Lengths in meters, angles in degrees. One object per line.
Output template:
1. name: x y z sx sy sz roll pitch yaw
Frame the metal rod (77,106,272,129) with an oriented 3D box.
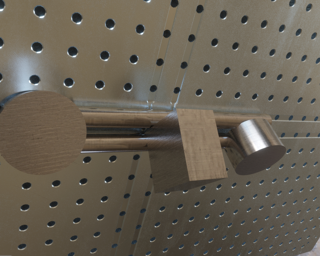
1. metal rod: 0.037 -0.012 0.423 0.303 0.025 0.025 1 118 -29

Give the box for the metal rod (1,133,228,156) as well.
1. metal rod: -0.036 0.018 0.402 0.303 0.025 0.025 0 118 -29

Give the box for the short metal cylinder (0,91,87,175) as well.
1. short metal cylinder: -0.121 0.002 0.312 0.081 0.050 0.079 -4 97 -28

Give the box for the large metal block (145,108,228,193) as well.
1. large metal block: 0.028 0.030 0.370 0.050 0.080 0.080 1 160 -29

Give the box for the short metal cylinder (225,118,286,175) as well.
1. short metal cylinder: 0.142 0.030 0.474 0.081 0.050 0.080 -14 145 -10
